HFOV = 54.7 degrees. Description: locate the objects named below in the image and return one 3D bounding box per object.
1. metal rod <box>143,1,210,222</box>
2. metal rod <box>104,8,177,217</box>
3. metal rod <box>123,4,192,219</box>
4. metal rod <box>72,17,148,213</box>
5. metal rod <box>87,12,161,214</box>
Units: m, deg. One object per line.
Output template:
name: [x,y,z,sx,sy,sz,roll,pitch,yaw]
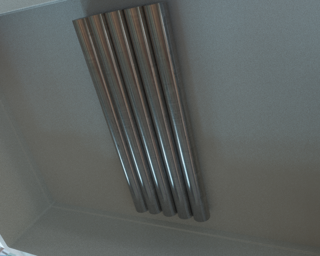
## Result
metal rod: [0.028,-0.002,0.391,0.025,0.025,0.298,0,119,28]
metal rod: [-0.017,-0.003,0.415,0.025,0.025,0.298,0,119,28]
metal rod: [0.006,-0.002,0.403,0.025,0.025,0.298,0,119,28]
metal rod: [-0.061,-0.002,0.438,0.025,0.025,0.298,0,119,28]
metal rod: [-0.040,-0.003,0.426,0.025,0.025,0.298,0,119,28]
